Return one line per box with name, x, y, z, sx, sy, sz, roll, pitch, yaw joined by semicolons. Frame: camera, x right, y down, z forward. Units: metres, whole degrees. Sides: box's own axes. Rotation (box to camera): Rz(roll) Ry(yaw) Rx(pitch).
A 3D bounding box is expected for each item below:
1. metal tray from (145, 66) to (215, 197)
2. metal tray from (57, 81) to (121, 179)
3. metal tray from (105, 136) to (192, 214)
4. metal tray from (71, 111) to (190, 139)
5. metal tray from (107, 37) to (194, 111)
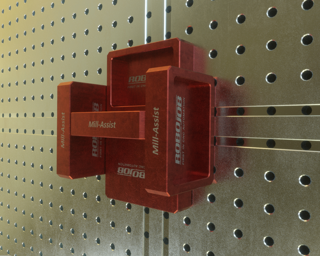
metal tray;0.025;0.003;0.344;0.030;0.091;0.129;1;91;40
metal tray;-0.100;0.003;0.446;0.030;0.091;0.129;1;91;40
metal tray;-0.020;0.057;0.418;0.130;0.030;0.089;1;91;39
metal tray;-0.039;-0.004;0.395;0.130;0.091;0.030;1;91;39
metal tray;-0.018;-0.064;0.418;0.130;0.030;0.089;1;91;39
